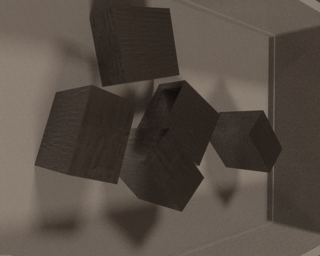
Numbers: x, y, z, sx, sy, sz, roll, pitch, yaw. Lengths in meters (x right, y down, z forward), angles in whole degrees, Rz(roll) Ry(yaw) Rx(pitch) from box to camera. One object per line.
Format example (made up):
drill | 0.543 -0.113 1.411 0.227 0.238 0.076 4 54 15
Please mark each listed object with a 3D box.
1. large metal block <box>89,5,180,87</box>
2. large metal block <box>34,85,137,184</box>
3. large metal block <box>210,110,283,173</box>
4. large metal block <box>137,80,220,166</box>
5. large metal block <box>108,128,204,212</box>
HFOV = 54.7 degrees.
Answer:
large metal block | -0.029 -0.096 0.368 0.081 0.050 0.079 -16 100 -39
large metal block | -0.075 0.007 0.309 0.050 0.080 0.080 21 77 -39
large metal block | 0.130 0.020 0.483 0.050 0.080 0.080 -51 120 -28
large metal block | 0.025 -0.005 0.414 0.080 0.050 0.080 39 66 -34
large metal block | -0.009 0.046 0.366 0.050 0.080 0.080 -51 120 -28
